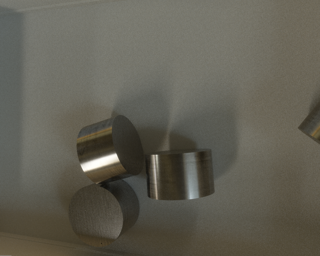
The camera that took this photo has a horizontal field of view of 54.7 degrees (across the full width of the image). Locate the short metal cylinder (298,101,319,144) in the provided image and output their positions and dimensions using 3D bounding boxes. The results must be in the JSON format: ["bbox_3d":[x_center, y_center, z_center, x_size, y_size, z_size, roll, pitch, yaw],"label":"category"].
[{"bbox_3d":[0.191,0.004,0.314,0.080,0.080,0.050,38,102,15],"label":"short metal cylinder"}]

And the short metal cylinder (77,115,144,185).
[{"bbox_3d":[-0.062,0.028,0.402,0.050,0.080,0.080,-18,84,19],"label":"short metal cylinder"}]

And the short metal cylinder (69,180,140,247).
[{"bbox_3d":[-0.075,0.112,0.421,0.080,0.050,0.079,1,92,20],"label":"short metal cylinder"}]

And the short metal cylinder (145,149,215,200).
[{"bbox_3d":[0.023,0.053,0.372,0.080,0.080,0.050,-5,89,19],"label":"short metal cylinder"}]
